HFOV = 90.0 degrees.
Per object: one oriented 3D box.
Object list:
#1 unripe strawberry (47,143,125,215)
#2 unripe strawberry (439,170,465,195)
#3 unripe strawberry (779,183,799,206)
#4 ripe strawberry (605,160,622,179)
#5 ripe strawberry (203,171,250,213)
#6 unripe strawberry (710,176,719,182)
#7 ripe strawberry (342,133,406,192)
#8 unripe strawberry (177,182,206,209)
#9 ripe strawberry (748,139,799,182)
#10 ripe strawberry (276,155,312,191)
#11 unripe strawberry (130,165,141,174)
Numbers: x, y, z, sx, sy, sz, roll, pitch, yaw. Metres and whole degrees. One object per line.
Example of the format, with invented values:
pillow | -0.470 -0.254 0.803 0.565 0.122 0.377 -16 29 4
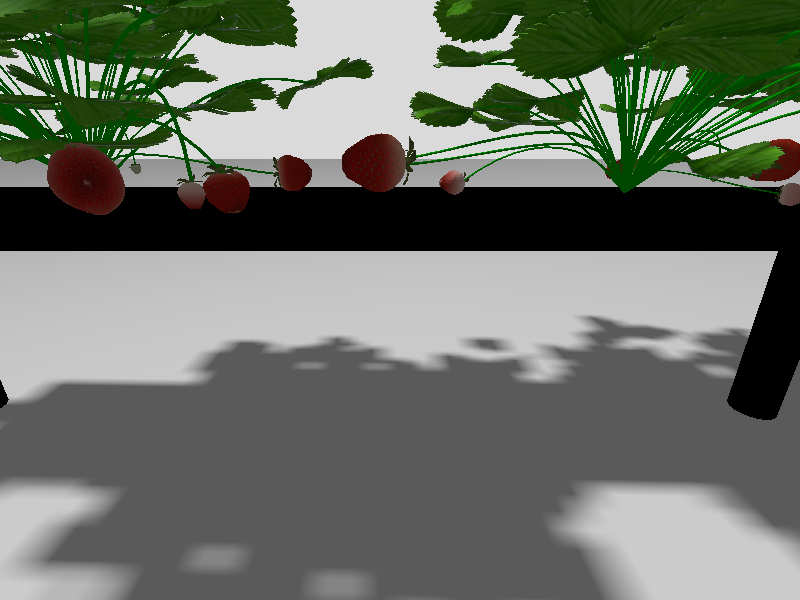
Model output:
unripe strawberry | -0.168 -0.064 0.215 0.033 0.038 0.036 -14 26 -33
unripe strawberry | 0.041 -0.093 0.316 0.019 0.019 0.021 -5 21 -7
unripe strawberry | 0.252 -0.067 0.256 0.013 0.014 0.014 -14 26 -33
ripe strawberry | 0.252 -0.150 0.463 0.025 0.021 0.025 9 12 23
ripe strawberry | -0.099 -0.061 0.230 0.023 0.023 0.025 -14 8 39
unripe strawberry | 0.313 -0.123 0.398 0.010 0.010 0.009 -11 23 -26
ripe strawberry | -0.021 -0.111 0.325 0.052 0.045 0.052 -1 21 -2
unripe strawberry | -0.113 -0.057 0.218 0.015 0.015 0.014 17 27 38
ripe strawberry | 0.403 -0.150 0.429 0.050 0.043 0.050 -9 23 -25
ripe strawberry | -0.090 -0.108 0.341 0.029 0.030 0.026 0 21 -3
unripe strawberry | -0.316 -0.156 0.479 0.011 0.011 0.010 -7 22 -19
